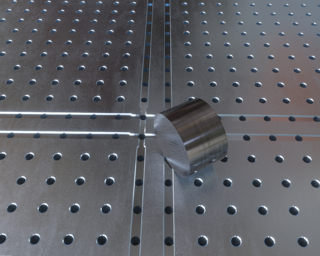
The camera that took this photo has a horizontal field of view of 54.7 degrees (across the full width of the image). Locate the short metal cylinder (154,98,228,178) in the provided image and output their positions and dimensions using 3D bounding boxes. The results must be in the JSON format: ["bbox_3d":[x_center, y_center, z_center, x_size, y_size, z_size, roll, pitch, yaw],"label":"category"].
[{"bbox_3d":[0.034,0.011,0.363,0.050,0.080,0.080,-24,54,-19],"label":"short metal cylinder"}]
